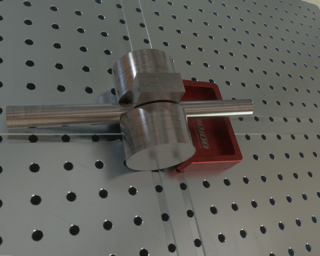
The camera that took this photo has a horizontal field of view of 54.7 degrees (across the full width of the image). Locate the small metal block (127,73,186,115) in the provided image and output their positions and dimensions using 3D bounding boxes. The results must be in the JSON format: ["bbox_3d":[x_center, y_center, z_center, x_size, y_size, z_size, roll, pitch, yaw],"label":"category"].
[{"bbox_3d":[-0.006,-0.037,0.351,0.050,0.050,0.025,-4,63,-21],"label":"small metal block"}]

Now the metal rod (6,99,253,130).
[{"bbox_3d":[-0.019,-0.019,0.379,0.303,0.025,0.025,-3,63,-20],"label":"metal rod"}]

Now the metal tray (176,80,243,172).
[{"bbox_3d":[0.055,-0.006,0.438,0.091,0.030,0.130,1,61,-28],"label":"metal tray"}]

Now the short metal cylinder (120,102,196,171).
[{"bbox_3d":[-0.003,0.012,0.363,0.081,0.080,0.050,1,61,-28],"label":"short metal cylinder"}]

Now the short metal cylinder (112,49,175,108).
[{"bbox_3d":[-0.017,-0.055,0.395,0.081,0.080,0.050,1,62,-28],"label":"short metal cylinder"}]
